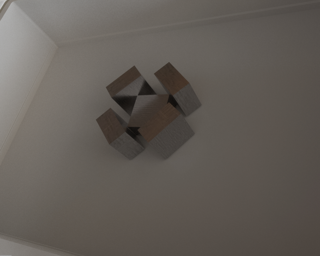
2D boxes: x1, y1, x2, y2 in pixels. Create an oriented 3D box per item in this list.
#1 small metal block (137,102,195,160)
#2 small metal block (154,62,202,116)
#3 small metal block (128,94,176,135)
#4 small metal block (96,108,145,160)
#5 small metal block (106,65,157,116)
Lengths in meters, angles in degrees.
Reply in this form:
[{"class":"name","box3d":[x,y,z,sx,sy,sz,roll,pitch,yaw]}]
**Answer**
[{"class":"small metal block","box3d":[0.009,0.005,0.379,0.050,0.050,0.025,-42,52,-1]},{"class":"small metal block","box3d":[0.024,-0.050,0.405,0.025,0.050,0.050,-38,52,2]},{"class":"small metal block","box3d":[-0.010,-0.017,0.419,0.050,0.025,0.050,1,62,28]},{"class":"small metal block","box3d":[-0.052,0.008,0.410,0.025,0.050,0.050,-39,51,3]},{"class":"small metal block","box3d":[-0.039,-0.052,0.439,0.050,0.050,0.025,-37,50,5]}]
